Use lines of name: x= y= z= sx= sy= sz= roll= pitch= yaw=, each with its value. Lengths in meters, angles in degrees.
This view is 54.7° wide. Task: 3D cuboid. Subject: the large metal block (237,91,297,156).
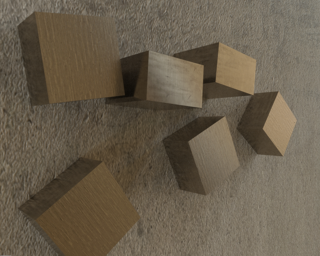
large metal block: x=0.191 y=-0.007 z=0.548 sx=0.080 sy=0.050 sz=0.080 roll=45 pitch=63 yaw=-31

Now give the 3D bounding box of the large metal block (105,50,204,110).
large metal block: x=-0.007 y=-0.050 z=0.363 sx=0.081 sy=0.080 sz=0.050 roll=4 pitch=87 yaw=-40

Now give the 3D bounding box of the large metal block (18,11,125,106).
large metal block: x=-0.088 y=-0.067 z=0.314 sx=0.081 sy=0.050 sz=0.079 roll=-12 pitch=98 yaw=-39

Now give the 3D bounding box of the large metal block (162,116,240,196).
large metal block: x=0.060 y=0.036 z=0.439 sx=0.081 sy=0.050 sz=0.080 roll=-31 pitch=110 yaw=-36

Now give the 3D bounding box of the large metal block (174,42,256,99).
large metal block: x=0.074 y=-0.075 z=0.431 sx=0.081 sy=0.080 sz=0.050 roll=10 pitch=84 yaw=-40

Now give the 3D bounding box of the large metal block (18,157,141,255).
large metal block: x=-0.080 y=0.088 z=0.321 sx=0.080 sy=0.050 sz=0.080 roll=-43 pitch=116 yaw=-32
